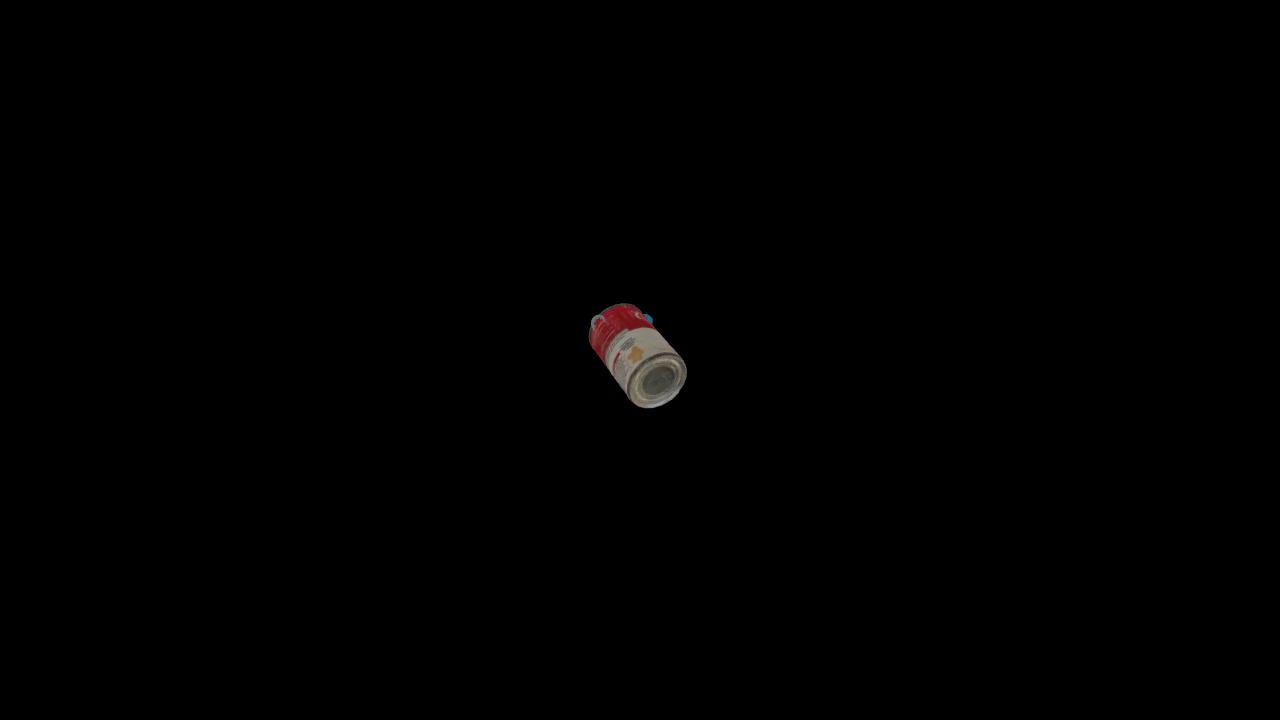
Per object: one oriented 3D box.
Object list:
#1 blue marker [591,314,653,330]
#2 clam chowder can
[{"bbox_3d":[-0.017,-0.043,0.701,0.020,0.020,0.121,0,4,27],"label":"blue marker"},{"bbox_3d":[-0.004,-0.005,0.639,0.068,0.068,0.102,0,34,-31],"label":"clam chowder can"}]
